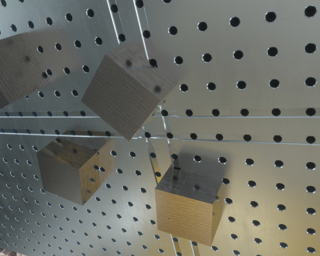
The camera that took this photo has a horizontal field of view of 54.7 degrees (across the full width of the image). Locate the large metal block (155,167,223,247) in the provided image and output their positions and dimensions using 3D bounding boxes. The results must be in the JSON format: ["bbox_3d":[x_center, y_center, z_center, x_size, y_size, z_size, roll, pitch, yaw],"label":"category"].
[{"bbox_3d":[0.042,0.111,0.441,0.080,0.050,0.079,11,123,22],"label":"large metal block"}]

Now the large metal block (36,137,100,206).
[{"bbox_3d":[-0.150,0.072,0.516,0.080,0.050,0.079,17,125,18],"label":"large metal block"}]

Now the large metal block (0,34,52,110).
[{"bbox_3d":[-0.219,-0.078,0.441,0.050,0.080,0.080,-19,108,35],"label":"large metal block"}]

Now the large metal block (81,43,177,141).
[{"bbox_3d":[-0.040,-0.044,0.387,0.080,0.050,0.080,40,129,0],"label":"large metal block"}]
